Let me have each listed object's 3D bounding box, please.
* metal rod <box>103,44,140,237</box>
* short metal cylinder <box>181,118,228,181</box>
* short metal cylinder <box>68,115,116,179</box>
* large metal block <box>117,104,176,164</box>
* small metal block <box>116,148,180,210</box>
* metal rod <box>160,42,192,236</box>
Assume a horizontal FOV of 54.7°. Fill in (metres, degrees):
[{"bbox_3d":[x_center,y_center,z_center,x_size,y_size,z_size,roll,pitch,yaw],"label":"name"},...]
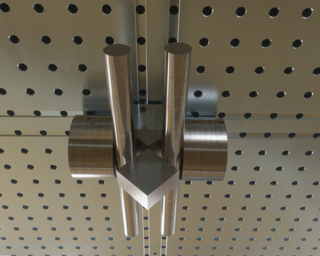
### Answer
[{"bbox_3d":[-0.041,0.042,0.377,0.025,0.025,0.298,0,130,-1],"label":"metal rod"},{"bbox_3d":[0.052,0.027,0.394,0.050,0.080,0.079,1,130,0],"label":"short metal cylinder"},{"bbox_3d":[-0.080,0.023,0.390,0.050,0.080,0.079,1,130,-1],"label":"short metal cylinder"},{"bbox_3d":[-0.014,0.016,0.404,0.081,0.050,0.079,1,130,-1],"label":"large metal block"},{"bbox_3d":[-0.014,0.057,0.357,0.050,0.050,0.025,33,140,31],"label":"small metal block"},{"bbox_3d":[0.014,0.041,0.377,0.025,0.025,0.298,0,130,-1],"label":"metal rod"}]
